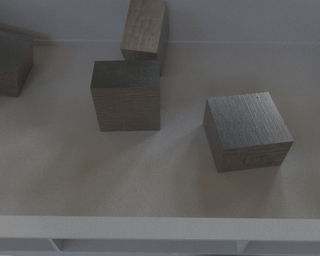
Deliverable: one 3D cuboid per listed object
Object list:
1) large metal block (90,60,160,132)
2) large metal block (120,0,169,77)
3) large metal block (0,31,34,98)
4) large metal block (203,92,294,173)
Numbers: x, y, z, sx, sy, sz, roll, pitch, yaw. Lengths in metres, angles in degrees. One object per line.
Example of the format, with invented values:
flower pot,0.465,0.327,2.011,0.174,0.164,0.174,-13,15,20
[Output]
large metal block,-0.040,-0.040,0.403,0.081,0.080,0.050,-1,50,-1
large metal block,-0.019,-0.132,0.463,0.050,0.080,0.080,8,77,7
large metal block,-0.240,-0.098,0.456,0.081,0.050,0.080,11,49,-12
large metal block,0.104,0.004,0.386,0.081,0.050,0.080,-6,50,-5
